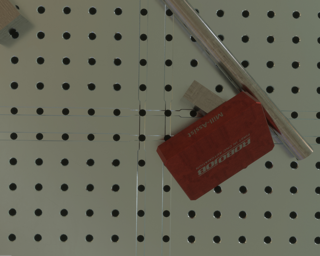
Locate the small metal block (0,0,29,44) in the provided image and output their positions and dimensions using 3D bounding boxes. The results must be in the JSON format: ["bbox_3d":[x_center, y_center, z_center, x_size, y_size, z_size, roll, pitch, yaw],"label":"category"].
[{"bbox_3d":[-0.215,-0.150,0.410,0.050,0.025,0.050,-40,91,0],"label":"small metal block"}]

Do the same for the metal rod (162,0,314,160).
[{"bbox_3d":[0.098,-0.079,0.414,0.025,0.025,0.300,-40,91,0],"label":"metal rod"}]

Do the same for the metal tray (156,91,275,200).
[{"bbox_3d":[0.072,0.025,0.387,0.130,0.030,0.090,-33,129,0],"label":"metal tray"}]

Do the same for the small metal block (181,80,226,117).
[{"bbox_3d":[0.056,-0.035,0.402,0.050,0.050,0.025,34,90,-1],"label":"small metal block"}]
